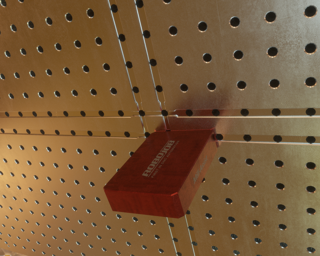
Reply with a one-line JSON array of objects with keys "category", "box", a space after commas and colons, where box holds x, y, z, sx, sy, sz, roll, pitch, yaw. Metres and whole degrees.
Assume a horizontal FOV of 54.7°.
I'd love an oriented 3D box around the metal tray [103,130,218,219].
[{"category": "metal tray", "box": [0.006, 0.047, 0.368, 0.090, 0.131, 0.030, -2, 117, 29]}]
